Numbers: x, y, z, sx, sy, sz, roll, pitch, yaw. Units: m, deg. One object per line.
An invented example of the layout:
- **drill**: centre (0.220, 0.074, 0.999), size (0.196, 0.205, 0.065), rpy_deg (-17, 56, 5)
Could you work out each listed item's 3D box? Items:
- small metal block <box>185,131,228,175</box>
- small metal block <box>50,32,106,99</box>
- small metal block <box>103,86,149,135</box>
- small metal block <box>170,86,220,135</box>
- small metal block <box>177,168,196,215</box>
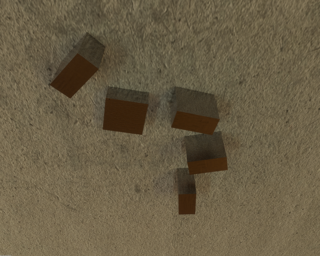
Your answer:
- **small metal block**: centre (0.062, 0.033, 0.420), size (0.050, 0.050, 0.025), rpy_deg (-8, 130, 7)
- **small metal block**: centre (-0.087, -0.068, 0.332), size (0.025, 0.050, 0.050), rpy_deg (37, 121, -27)
- **small metal block**: centre (-0.043, -0.021, 0.389), size (0.050, 0.025, 0.050), rpy_deg (8, 130, -7)
- **small metal block**: centre (0.040, -0.021, 0.373), size (0.050, 0.050, 0.025), rpy_deg (11, 129, -9)
- **small metal block**: centre (0.040, 0.096, 0.473), size (0.025, 0.050, 0.050), rpy_deg (-2, 130, 1)
